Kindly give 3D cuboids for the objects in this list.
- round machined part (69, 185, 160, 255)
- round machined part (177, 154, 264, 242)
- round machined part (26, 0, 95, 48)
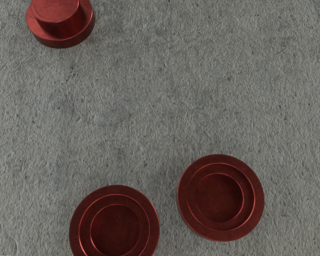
[{"bbox_3d":[-0.049,0.117,0.356,0.099,0.042,0.098,0,70,0],"label":"round machined part"},{"bbox_3d":[0.069,0.084,0.369,0.099,0.042,0.098,0,70,0],"label":"round machined part"},{"bbox_3d":[-0.150,-0.171,0.461,0.099,0.042,0.098,0,70,0],"label":"round machined part"}]
